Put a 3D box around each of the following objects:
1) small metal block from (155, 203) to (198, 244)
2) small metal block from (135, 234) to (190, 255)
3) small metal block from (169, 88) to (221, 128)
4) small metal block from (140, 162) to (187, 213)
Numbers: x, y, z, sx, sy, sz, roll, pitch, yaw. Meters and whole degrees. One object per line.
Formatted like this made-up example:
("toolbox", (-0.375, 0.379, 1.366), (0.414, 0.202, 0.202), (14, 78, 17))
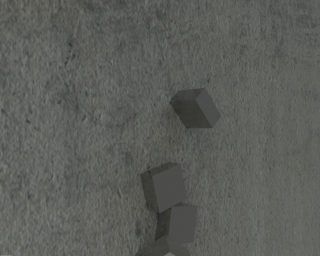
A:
("small metal block", (0.023, 0.131, 0.427), (0.050, 0.025, 0.050), (11, 83, -40))
("small metal block", (0.005, 0.169, 0.394), (0.050, 0.025, 0.050), (-37, 123, 14))
("small metal block", (0.049, -0.027, 0.432), (0.025, 0.050, 0.050), (-50, 120, -29))
("small metal block", (0.006, 0.078, 0.412), (0.050, 0.025, 0.050), (-18, 101, -39))
